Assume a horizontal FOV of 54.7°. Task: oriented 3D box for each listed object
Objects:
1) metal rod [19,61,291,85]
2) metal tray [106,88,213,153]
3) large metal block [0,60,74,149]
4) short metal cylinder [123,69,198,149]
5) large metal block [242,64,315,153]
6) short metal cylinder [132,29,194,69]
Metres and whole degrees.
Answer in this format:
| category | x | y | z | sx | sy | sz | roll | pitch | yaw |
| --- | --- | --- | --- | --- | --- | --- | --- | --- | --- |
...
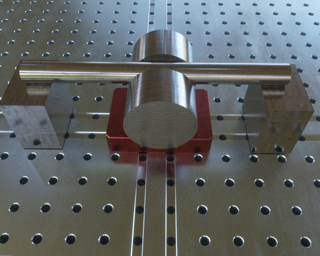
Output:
| category | x | y | z | sx | sy | sz | roll | pitch | yaw |
| --- | --- | --- | --- | --- | --- | --- | --- | --- | --- |
| metal rod | -0.005 | -0.063 | 0.356 | 0.302 | 0.025 | 0.025 | 1 | 50 | 0 |
| metal tray | 0.000 | -0.012 | 0.414 | 0.131 | 0.030 | 0.090 | 1 | 50 | 1 |
| large metal block | -0.151 | -0.030 | 0.394 | 0.050 | 0.080 | 0.080 | 1 | 50 | 1 |
| short metal cylinder | 0.001 | -0.020 | 0.350 | 0.080 | 0.080 | 0.050 | 1 | 50 | 0 |
| large metal block | 0.143 | -0.024 | 0.391 | 0.050 | 0.080 | 0.080 | 1 | 50 | 1 |
| short metal cylinder | 0.004 | -0.078 | 0.398 | 0.080 | 0.080 | 0.050 | 1 | 50 | 0 |
